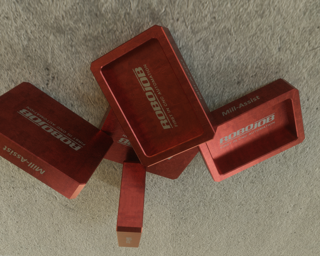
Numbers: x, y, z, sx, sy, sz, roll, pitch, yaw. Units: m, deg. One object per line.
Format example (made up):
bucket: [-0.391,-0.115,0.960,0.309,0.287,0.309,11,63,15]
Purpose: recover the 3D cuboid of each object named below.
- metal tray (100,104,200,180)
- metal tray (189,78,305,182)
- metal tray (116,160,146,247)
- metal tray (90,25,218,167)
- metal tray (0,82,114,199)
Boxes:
metal tray: [-0.016,0.016,0.419,0.131,0.030,0.089,20,127,-17]
metal tray: [0.111,0.006,0.390,0.130,0.030,0.090,-26,127,2]
metal tray: [-0.040,0.111,0.434,0.030,0.090,0.129,5,151,-4]
metal tray: [-0.006,-0.033,0.339,0.090,0.030,0.130,-25,97,19]
metal tray: [-0.128,0.010,0.353,0.130,0.090,0.030,35,123,-6]
